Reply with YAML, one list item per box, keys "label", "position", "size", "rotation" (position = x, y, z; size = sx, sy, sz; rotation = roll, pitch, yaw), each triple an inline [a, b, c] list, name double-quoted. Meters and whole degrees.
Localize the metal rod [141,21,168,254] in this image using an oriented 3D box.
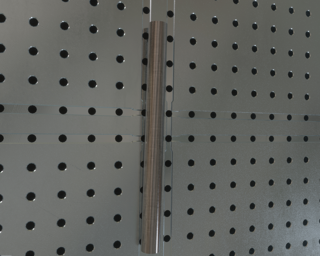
- label: "metal rod"
  position: [-0.008, 0.011, 0.409]
  size: [0.025, 0.025, 0.298]
  rotation: [2, 89, -20]
